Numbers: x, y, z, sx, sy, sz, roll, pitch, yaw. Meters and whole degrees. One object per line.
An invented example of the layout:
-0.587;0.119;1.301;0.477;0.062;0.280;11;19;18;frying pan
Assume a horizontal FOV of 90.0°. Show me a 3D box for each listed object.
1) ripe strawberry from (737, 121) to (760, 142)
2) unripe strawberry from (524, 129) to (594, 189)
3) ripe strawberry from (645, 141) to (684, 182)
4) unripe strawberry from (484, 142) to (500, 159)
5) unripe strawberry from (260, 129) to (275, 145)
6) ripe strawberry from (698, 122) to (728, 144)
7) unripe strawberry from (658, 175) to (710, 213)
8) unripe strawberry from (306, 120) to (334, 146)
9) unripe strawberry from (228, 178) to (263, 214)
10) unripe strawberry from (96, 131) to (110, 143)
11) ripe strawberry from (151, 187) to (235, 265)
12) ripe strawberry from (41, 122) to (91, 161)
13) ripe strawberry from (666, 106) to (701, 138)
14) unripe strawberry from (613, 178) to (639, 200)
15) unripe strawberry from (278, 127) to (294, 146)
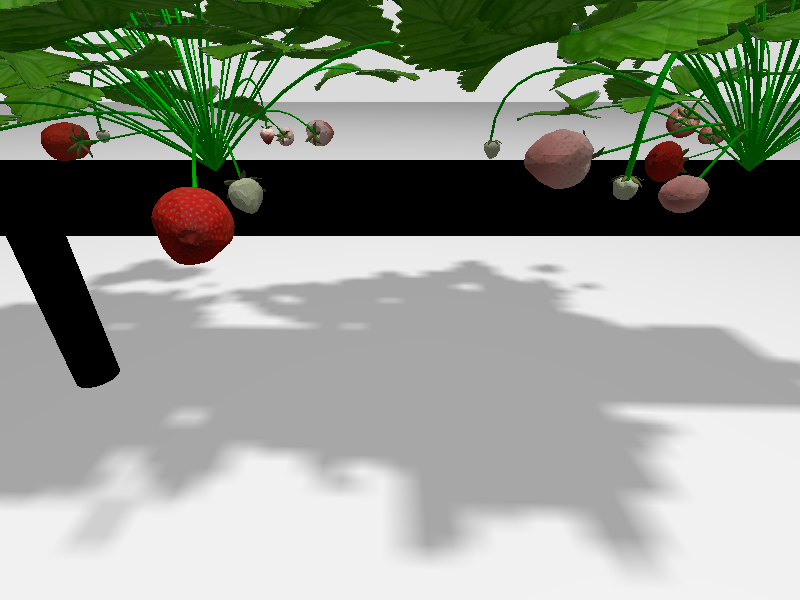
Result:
0.438;-0.212;0.504;0.025;0.029;0.027;19;-8;32;ripe strawberry
0.102;-0.093;0.265;0.038;0.038;0.042;-11;29;-18;unripe strawberry
0.190;-0.100;0.291;0.026;0.028;0.024;-12;30;-21;ripe strawberry
0.083;-0.135;0.362;0.015;0.015;0.014;4;28;8;unripe strawberry
-0.169;-0.209;0.512;0.018;0.019;0.018;-2;28;-4;unripe strawberry
0.382;-0.204;0.489;0.029;0.025;0.029;13;30;23;ripe strawberry
0.151;-0.056;0.215;0.020;0.020;0.023;-24;36;-37;unripe strawberry
-0.094;-0.199;0.476;0.032;0.029;0.029;10;29;18;unripe strawberry
-0.083;-0.056;0.219;0.018;0.020;0.019;-14;-29;-25;unripe strawberry
-0.345;-0.190;0.466;0.012;0.012;0.013;20;34;33;unripe strawberry
-0.079;-0.027;0.153;0.028;0.030;0.030;-10;30;-18;ripe strawberry
-0.313;-0.148;0.374;0.039;0.033;0.039;8;29;16;ripe strawberry
0.399;-0.250;0.567;0.040;0.042;0.043;10;5;19;ripe strawberry
0.101;-0.050;0.180;0.010;0.010;0.011;-22;35;-35;unripe strawberry
-0.135;-0.194;0.477;0.019;0.022;0.021;3;14;6;unripe strawberry
